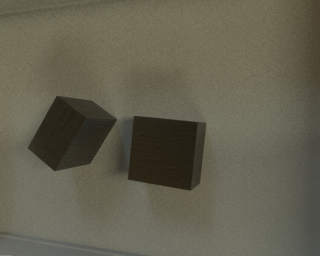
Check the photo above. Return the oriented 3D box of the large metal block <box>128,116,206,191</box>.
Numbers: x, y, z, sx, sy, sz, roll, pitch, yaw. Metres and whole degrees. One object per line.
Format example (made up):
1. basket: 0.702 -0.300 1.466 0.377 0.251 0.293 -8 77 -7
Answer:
1. large metal block: 0.010 0.029 0.393 0.080 0.050 0.079 6 92 19

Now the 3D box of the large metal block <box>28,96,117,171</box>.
1. large metal block: -0.115 0.007 0.421 0.050 0.080 0.080 36 101 16
